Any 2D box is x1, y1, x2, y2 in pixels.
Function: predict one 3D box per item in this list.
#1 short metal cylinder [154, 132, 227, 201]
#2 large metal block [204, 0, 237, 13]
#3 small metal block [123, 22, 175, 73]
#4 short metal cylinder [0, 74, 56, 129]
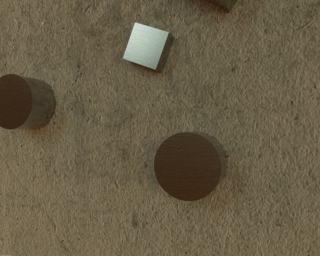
[{"bbox_3d":[0.039,0.045,0.382,0.080,0.050,0.080,0,90,20],"label":"short metal cylinder"},{"bbox_3d":[0.067,-0.200,0.372,0.080,0.050,0.080,34,101,16],"label":"large metal block"},{"bbox_3d":[-0.015,-0.107,0.414,0.050,0.025,0.050,22,97,18],"label":"small metal block"},{"bbox_3d":[-0.207,-0.038,0.469,0.080,0.050,0.080,0,90,20],"label":"short metal cylinder"}]
